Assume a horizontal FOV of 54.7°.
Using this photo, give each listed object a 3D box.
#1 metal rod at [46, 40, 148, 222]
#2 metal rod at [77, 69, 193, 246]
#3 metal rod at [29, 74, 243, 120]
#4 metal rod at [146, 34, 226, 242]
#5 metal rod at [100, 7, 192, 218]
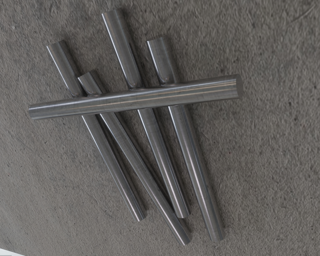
[{"bbox_3d":[-0.086,0.017,0.462,0.025,0.025,0.299,-9,114,32],"label":"metal rod"},{"bbox_3d":[-0.029,0.053,0.454,0.025,0.025,0.299,-18,109,35],"label":"metal rod"},{"bbox_3d":[-0.051,-0.032,0.380,0.300,0.025,0.025,-4,117,30],"label":"metal rod"},{"bbox_3d":[0.040,0.029,0.403,0.025,0.025,0.298,-5,116,30],"label":"metal rod"},{"bbox_3d":[-0.010,-0.003,0.409,0.025,0.025,0.298,-6,116,31],"label":"metal rod"}]
